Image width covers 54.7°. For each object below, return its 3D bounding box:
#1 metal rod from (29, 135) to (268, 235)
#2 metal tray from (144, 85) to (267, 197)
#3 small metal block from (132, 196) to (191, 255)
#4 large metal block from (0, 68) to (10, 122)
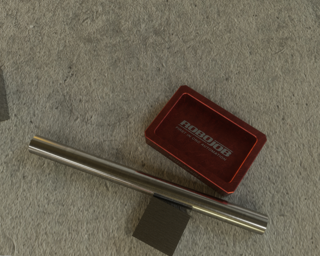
[{"bbox_3d":[-0.019,0.068,0.383,0.301,0.025,0.025,18,71,6],"label":"metal rod"},{"bbox_3d":[0.057,0.015,0.400,0.130,0.030,0.090,34,73,11],"label":"metal tray"},{"bbox_3d":[0.002,0.116,0.366,0.050,0.025,0.050,26,72,8],"label":"small metal block"},{"bbox_3d":[-0.255,-0.045,0.408,0.081,0.050,0.080,-16,71,-6],"label":"large metal block"}]
